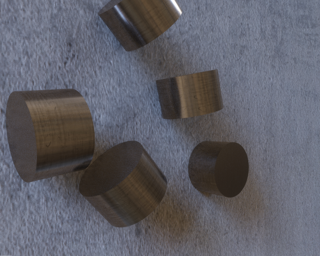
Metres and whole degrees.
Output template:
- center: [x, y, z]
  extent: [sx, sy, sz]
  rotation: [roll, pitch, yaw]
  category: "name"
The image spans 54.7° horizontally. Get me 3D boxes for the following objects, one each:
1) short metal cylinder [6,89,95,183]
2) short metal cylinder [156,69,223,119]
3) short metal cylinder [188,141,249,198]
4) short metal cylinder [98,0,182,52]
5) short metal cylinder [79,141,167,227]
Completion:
- center: [-0.102, 0.005, 0.284]
  extent: [0.050, 0.080, 0.079]
  rotation: [-9, 96, -40]
  category: "short metal cylinder"
- center: [0.038, -0.045, 0.403]
  extent: [0.081, 0.080, 0.050]
  rotation: [-18, 102, -39]
  category: "short metal cylinder"
- center: [0.089, 0.060, 0.466]
  extent: [0.081, 0.050, 0.079]
  rotation: [0, 90, -40]
  category: "short metal cylinder"
- center: [-0.022, -0.132, 0.352]
  extent: [0.050, 0.080, 0.080]
  rotation: [52, 60, -28]
  category: "short metal cylinder"
- center: [-0.039, 0.059, 0.338]
  extent: [0.080, 0.080, 0.050]
  rotation: [-50, 120, -29]
  category: "short metal cylinder"
